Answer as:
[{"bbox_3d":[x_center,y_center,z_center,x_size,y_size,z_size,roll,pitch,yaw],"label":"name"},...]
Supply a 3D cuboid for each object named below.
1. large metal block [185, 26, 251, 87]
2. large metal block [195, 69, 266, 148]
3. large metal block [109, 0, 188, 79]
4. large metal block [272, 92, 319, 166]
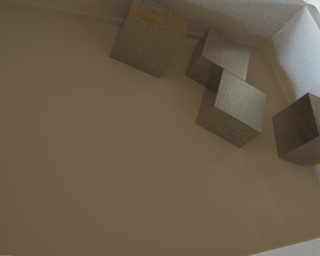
[{"bbox_3d":[0.097,-0.108,0.510,0.080,0.050,0.080,28,52,-11],"label":"large metal block"},{"bbox_3d":[0.109,-0.029,0.468,0.080,0.050,0.080,29,52,-11],"label":"large metal block"},{"bbox_3d":[-0.017,-0.127,0.440,0.080,0.080,0.050,21,54,-16],"label":"large metal block"},{"bbox_3d":[0.233,0.004,0.497,0.050,0.080,0.080,18,55,-19],"label":"large metal block"}]
